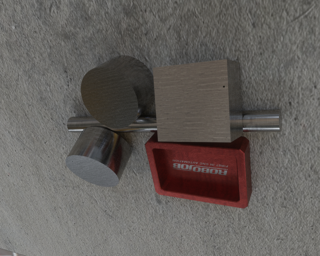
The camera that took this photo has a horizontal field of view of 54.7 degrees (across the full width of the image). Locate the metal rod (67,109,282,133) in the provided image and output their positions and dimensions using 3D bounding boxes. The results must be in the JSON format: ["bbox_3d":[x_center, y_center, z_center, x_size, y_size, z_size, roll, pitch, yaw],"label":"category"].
[{"bbox_3d":[-0.002,-0.007,0.407,0.300,0.025,0.025,-1,118,28],"label":"metal rod"}]

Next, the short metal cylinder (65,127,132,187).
[{"bbox_3d":[-0.088,0.043,0.449,0.080,0.050,0.080,14,144,11],"label":"short metal cylinder"}]

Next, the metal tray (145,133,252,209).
[{"bbox_3d":[0.051,0.053,0.410,0.130,0.030,0.089,3,120,26],"label":"metal tray"}]

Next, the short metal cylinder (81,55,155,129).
[{"bbox_3d":[-0.051,-0.046,0.391,0.080,0.050,0.079,13,123,21],"label":"short metal cylinder"}]

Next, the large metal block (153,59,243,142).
[{"bbox_3d":[0.042,-0.028,0.336,0.080,0.050,0.079,-1,97,28],"label":"large metal block"}]
